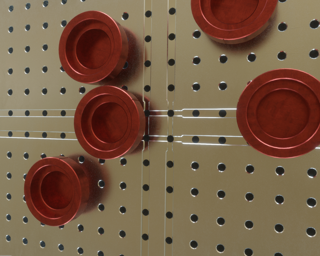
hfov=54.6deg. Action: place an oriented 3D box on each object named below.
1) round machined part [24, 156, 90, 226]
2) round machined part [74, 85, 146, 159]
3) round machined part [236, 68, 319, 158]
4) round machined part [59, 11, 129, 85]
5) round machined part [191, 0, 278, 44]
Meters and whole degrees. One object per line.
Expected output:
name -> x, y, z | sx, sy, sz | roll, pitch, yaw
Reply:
round machined part -> -0.146, 0.090, 0.456 | 0.098, 0.042, 0.097 | 0, 90, 20
round machined part -> -0.065, -0.007, 0.427 | 0.098, 0.042, 0.097 | 0, 90, 20
round machined part -> 0.140, -0.016, 0.354 | 0.098, 0.042, 0.097 | 0, 90, 20
round machined part -> -0.088, -0.109, 0.435 | 0.098, 0.042, 0.097 | 0, 90, 20
round machined part -> 0.090, -0.149, 0.372 | 0.098, 0.042, 0.097 | 0, 90, 20
